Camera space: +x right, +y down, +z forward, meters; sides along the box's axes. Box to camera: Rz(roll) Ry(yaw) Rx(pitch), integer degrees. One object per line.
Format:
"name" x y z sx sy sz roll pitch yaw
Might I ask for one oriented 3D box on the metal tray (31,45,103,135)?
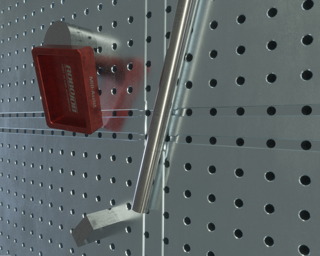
"metal tray" -0.140 -0.059 0.475 0.090 0.030 0.129 8 116 23

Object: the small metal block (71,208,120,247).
"small metal block" -0.098 0.151 0.471 0.050 0.050 0.025 -50 61 28

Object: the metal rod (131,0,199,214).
"metal rod" 0.005 -0.030 0.402 0.025 0.025 0.298 21 103 37

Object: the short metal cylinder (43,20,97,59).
"short metal cylinder" -0.150 -0.131 0.514 0.080 0.050 0.079 0 90 39
